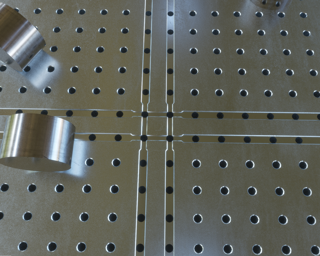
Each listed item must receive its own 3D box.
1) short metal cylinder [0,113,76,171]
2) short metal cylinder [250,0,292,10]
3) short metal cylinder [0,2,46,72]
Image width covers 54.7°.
[{"bbox_3d":[-0.146,0.020,0.374,0.081,0.080,0.050,1,70,0],"label":"short metal cylinder"},{"bbox_3d":[0.180,-0.235,0.485,0.081,0.050,0.080,0,70,0],"label":"short metal cylinder"},{"bbox_3d":[-0.208,-0.123,0.426,0.080,0.080,0.050,31,73,10],"label":"short metal cylinder"}]
